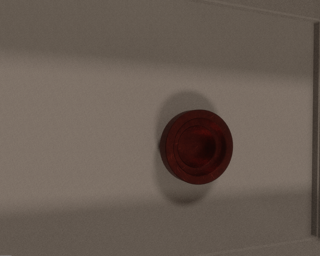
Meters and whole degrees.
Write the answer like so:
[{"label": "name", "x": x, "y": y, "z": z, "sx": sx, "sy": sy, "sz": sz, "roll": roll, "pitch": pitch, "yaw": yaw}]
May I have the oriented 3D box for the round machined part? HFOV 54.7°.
[{"label": "round machined part", "x": 0.045, "y": 0.024, "z": 0.420, "sx": 0.099, "sy": 0.042, "sz": 0.097, "roll": 0, "pitch": 90, "yaw": -21}]
